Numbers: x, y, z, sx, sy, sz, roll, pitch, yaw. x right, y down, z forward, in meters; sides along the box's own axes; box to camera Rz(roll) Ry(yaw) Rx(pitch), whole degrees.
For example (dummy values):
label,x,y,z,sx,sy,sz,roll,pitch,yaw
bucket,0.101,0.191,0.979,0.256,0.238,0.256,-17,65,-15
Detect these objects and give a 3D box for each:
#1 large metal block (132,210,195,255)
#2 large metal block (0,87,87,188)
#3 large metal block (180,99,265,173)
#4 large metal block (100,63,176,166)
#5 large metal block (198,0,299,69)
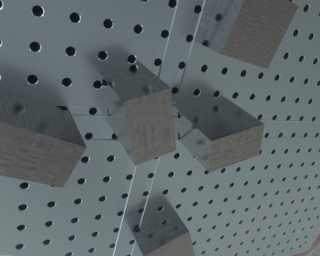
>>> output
label,x,y,z,sx,sy,sz,roll,pitch,yaw
large metal block,0.008,0.199,0.525,0.081,0.050,0.080,-24,128,-14
large metal block,-0.131,0.008,0.310,0.080,0.080,0.050,22,106,-37
large metal block,0.082,0.007,0.427,0.081,0.080,0.050,-16,125,-20
large metal block,-0.025,-0.018,0.352,0.050,0.080,0.079,-19,126,-18
large metal block,0.106,-0.126,0.377,0.081,0.050,0.079,7,115,-32
